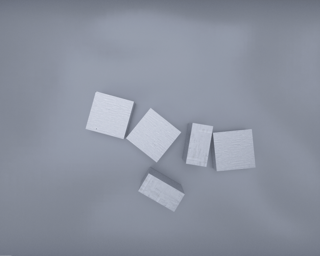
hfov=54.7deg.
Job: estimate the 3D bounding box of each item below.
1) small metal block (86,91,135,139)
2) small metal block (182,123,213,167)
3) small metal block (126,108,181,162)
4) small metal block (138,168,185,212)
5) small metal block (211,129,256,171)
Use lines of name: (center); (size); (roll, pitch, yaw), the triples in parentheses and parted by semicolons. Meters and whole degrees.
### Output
small metal block: (-0.064, -0.016, 0.408); (0.050, 0.025, 0.050); (15, 90, -1)
small metal block: (0.047, 0.020, 0.398); (0.025, 0.050, 0.050); (10, 90, -1)
small metal block: (-0.008, 0.009, 0.409); (0.050, 0.025, 0.050); (39, 90, -1)
small metal block: (0.002, 0.077, 0.397); (0.050, 0.050, 0.025); (30, 91, -1)
small metal block: (0.096, 0.028, 0.410); (0.050, 0.025, 0.050); (-6, 90, -1)
